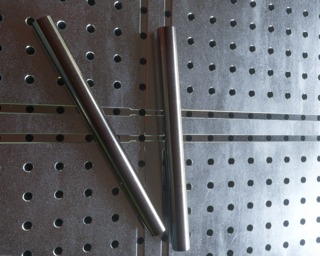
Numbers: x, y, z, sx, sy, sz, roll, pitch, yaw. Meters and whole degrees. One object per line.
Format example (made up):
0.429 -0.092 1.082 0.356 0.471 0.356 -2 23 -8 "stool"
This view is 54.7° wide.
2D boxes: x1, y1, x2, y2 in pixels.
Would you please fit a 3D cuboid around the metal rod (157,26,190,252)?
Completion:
0.019 0.015 0.420 0.025 0.025 0.298 -4 92 -20 "metal rod"

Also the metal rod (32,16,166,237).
-0.070 0.006 0.387 0.025 0.025 0.299 -31 100 -18 "metal rod"
